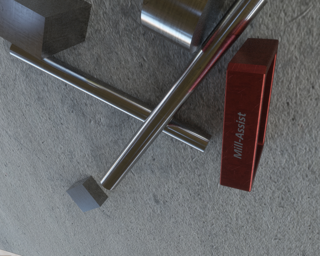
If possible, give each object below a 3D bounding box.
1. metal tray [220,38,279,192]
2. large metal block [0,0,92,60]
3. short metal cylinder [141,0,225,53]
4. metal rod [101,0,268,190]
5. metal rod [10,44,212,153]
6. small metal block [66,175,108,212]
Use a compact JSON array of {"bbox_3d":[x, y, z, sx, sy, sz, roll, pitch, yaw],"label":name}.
[{"bbox_3d":[0.089,-0.014,0.308,0.030,0.090,0.129,10,123,22],"label":"metal tray"},{"bbox_3d":[-0.141,-0.132,0.362,0.080,0.080,0.050,30,128,8],"label":"large metal block"},{"bbox_3d":[0.026,-0.117,0.285,0.050,0.080,0.079,30,128,9],"label":"short metal cylinder"},{"bbox_3d":[0.009,-0.023,0.359,0.025,0.025,0.298,39,121,1],"label":"metal rod"},{"bbox_3d":[-0.072,-0.047,0.414,0.301,0.025,0.025,27,128,10],"label":"metal rod"},{"bbox_3d":[-0.128,0.117,0.544,0.050,0.025,0.050,-26,105,36],"label":"small metal block"}]
